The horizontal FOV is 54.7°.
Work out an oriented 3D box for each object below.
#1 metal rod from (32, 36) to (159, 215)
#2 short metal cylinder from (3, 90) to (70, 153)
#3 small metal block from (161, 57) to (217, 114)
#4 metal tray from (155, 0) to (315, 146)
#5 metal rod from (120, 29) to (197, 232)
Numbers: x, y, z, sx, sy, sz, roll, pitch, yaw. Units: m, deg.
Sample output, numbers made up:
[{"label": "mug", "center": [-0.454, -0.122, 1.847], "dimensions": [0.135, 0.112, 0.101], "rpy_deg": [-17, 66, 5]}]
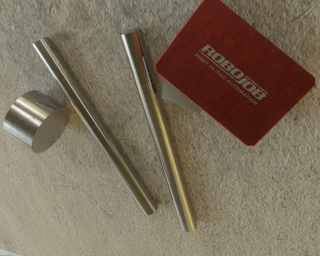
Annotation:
[{"label": "metal rod", "center": [-0.088, 0.007, 0.456], "dimensions": [0.025, 0.025, 0.299], "rpy_deg": [-20, 108, 35]}, {"label": "short metal cylinder", "center": [-0.181, -0.009, 0.461], "dimensions": [0.050, 0.080, 0.079], "rpy_deg": [31, 129, 8]}, {"label": "small metal block", "center": [0.034, -0.051, 0.357], "dimensions": [0.050, 0.025, 0.050], "rpy_deg": [24, 127, 13]}, {"label": "metal tray", "center": [0.072, -0.055, 0.313], "dimensions": [0.130, 0.030, 0.090], "rpy_deg": [40, 110, 1]}, {"label": "metal rod", "center": [0.005, 0.020, 0.416], "dimensions": [0.025, 0.025, 0.298], "rpy_deg": [-3, 117, 29]}]
